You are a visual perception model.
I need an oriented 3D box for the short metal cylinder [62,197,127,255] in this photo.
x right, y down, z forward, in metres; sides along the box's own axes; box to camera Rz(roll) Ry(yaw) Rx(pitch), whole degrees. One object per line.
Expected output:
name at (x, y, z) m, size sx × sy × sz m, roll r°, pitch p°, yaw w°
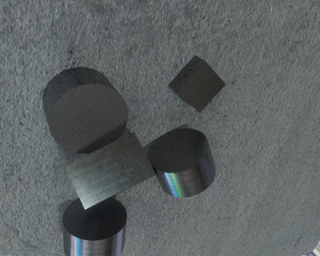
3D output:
short metal cylinder at (-0.085, 0.134, 0.407) m, size 0.081 × 0.080 × 0.050 m, roll -7°, pitch 121°, yaw -25°

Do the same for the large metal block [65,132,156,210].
large metal block at (-0.052, 0.050, 0.362) m, size 0.080 × 0.050 × 0.080 m, roll -26°, pitch 172°, yaw -5°

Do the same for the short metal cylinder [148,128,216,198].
short metal cylinder at (0.030, 0.046, 0.416) m, size 0.080 × 0.080 × 0.050 m, roll -29°, pitch 128°, yaw -10°

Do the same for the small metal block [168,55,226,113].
small metal block at (0.048, -0.056, 0.398) m, size 0.050 × 0.025 × 0.050 m, roll -48°, pitch 129°, yaw 5°

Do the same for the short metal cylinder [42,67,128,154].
short metal cylinder at (-0.081, -0.020, 0.334) m, size 0.081 × 0.050 × 0.079 m, roll -14°, pitch 124°, yaw -21°
